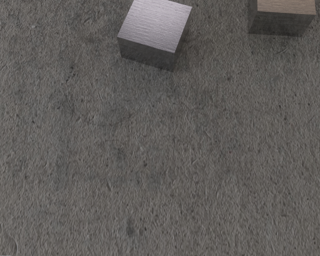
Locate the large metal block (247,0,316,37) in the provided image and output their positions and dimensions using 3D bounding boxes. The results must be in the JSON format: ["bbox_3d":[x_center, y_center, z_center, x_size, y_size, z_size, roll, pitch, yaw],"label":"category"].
[{"bbox_3d":[0.179,-0.188,0.464,0.080,0.050,0.080,4,70,1],"label":"large metal block"}]

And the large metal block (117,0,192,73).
[{"bbox_3d":[-0.006,-0.137,0.445,0.080,0.050,0.080,18,71,6],"label":"large metal block"}]
